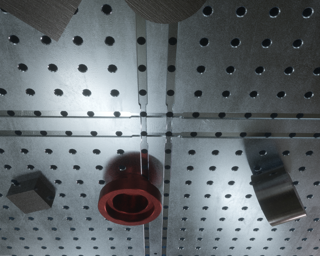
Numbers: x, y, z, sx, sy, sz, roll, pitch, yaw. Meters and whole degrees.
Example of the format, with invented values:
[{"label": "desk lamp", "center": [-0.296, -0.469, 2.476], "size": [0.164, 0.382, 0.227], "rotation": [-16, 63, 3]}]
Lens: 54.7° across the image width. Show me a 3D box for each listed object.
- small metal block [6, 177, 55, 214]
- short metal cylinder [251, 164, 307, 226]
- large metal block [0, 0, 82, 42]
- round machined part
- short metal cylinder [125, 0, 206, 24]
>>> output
[{"label": "small metal block", "center": [-0.209, 0.111, 0.504], "size": [0.050, 0.025, 0.050], "rotation": [-15, 129, 12]}, {"label": "short metal cylinder", "center": [0.177, 0.100, 0.462], "size": [0.050, 0.080, 0.080], "rotation": [-25, 126, 20]}, {"label": "large metal block", "center": [-0.105, -0.140, 0.275], "size": [0.080, 0.050, 0.080], "rotation": [30, 124, -23]}, {"label": "round machined part", "center": [-0.047, 0.111, 0.494], "size": [0.099, 0.042, 0.097], "rotation": [0, 130, 0]}, {"label": "short metal cylinder", "center": [0.005, -0.141, 0.275], "size": [0.081, 0.050, 0.079], "rotation": [0, 130, 0]}]
